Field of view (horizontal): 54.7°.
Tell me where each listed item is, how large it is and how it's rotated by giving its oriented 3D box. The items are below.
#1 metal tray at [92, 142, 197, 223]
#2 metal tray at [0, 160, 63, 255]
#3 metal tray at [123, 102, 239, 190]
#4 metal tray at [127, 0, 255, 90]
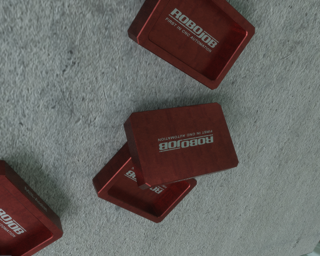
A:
[{"bbox_3d":[-0.018,0.077,0.441,0.090,0.030,0.130,-48,129,5],"label":"metal tray"},{"bbox_3d":[-0.188,0.109,0.367,0.090,0.030,0.130,-31,129,-9],"label":"metal tray"},{"bbox_3d":[0.028,0.020,0.394,0.131,0.090,0.030,-9,165,-24],"label":"metal tray"},{"bbox_3d":[0.040,-0.110,0.356,0.131,0.030,0.090,24,105,-37],"label":"metal tray"}]
